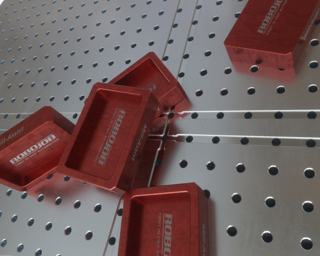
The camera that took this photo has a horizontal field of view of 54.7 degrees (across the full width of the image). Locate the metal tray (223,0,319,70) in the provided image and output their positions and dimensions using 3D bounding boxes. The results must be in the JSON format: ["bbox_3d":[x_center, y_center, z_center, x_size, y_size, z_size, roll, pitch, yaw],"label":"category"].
[{"bbox_3d":[0.155,-0.144,0.412,0.090,0.030,0.130,21,72,35],"label":"metal tray"}]

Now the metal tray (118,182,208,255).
[{"bbox_3d":[0.003,0.127,0.324,0.090,0.030,0.130,-10,57,22],"label":"metal tray"}]

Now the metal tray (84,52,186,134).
[{"bbox_3d":[-0.039,-0.043,0.450,0.130,0.030,0.090,-36,51,4],"label":"metal tray"}]

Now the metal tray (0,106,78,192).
[{"bbox_3d":[-0.177,0.034,0.436,0.130,0.090,0.030,-32,52,7],"label":"metal tray"}]

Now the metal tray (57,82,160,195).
[{"bbox_3d":[-0.065,0.009,0.394,0.090,0.030,0.130,12,72,26],"label":"metal tray"}]
